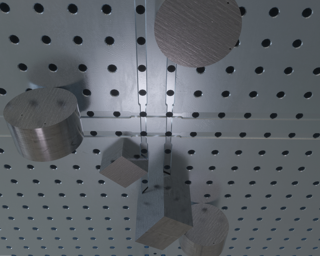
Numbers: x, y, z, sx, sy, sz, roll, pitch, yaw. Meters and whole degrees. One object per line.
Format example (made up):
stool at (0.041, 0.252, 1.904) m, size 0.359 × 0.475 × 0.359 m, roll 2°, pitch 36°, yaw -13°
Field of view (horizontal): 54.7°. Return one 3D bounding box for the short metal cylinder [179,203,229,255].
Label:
short metal cylinder at (0.073, 0.176, 0.526) m, size 0.081 × 0.080 × 0.050 m, roll 1°, pitch 130°, yaw -1°

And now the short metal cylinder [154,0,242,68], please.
short metal cylinder at (0.035, -0.107, 0.305) m, size 0.081 × 0.050 × 0.079 m, roll 0°, pitch 130°, yaw 0°

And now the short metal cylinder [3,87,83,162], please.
short metal cylinder at (-0.136, -0.006, 0.369) m, size 0.081 × 0.080 × 0.050 m, roll 1°, pitch 130°, yaw -1°

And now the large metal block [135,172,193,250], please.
large metal block at (0.005, 0.131, 0.488) m, size 0.050 × 0.080 × 0.080 m, roll 27°, pitch 125°, yaw -21°

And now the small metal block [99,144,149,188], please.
small metal block at (-0.053, 0.057, 0.460) m, size 0.050 × 0.025 × 0.050 m, roll -37°, pitch 121°, yaw 27°
